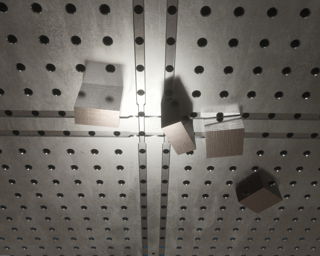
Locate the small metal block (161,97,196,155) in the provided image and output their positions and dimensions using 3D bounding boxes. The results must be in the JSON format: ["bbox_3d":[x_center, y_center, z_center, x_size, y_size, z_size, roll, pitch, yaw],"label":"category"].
[{"bbox_3d":[0.023,-0.003,0.394,0.025,0.050,0.050,-20,128,16],"label":"small metal block"}]

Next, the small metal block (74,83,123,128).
[{"bbox_3d":[-0.072,-0.028,0.371,0.050,0.050,0.025,5,130,-5],"label":"small metal block"}]

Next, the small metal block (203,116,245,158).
[{"bbox_3d":[0.087,0.013,0.424,0.050,0.025,0.050,-6,130,4],"label":"small metal block"}]

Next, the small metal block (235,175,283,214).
[{"bbox_3d":[0.162,0.110,0.508,0.050,0.025,0.050,33,122,-26],"label":"small metal block"}]
